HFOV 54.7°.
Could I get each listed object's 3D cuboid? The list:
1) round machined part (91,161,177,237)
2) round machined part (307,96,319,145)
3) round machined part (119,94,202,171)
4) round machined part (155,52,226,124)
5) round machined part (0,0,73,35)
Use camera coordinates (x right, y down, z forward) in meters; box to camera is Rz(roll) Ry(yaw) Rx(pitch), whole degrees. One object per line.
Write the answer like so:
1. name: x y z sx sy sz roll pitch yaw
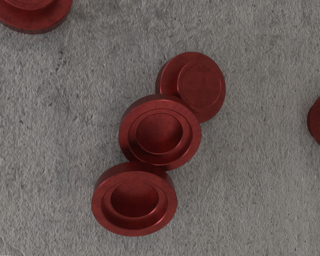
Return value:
1. round machined part: -0.030 0.080 0.374 0.099 0.042 0.097 -2 118 -4
2. round machined part: 0.281 -0.012 0.503 0.099 0.042 0.097 0 90 -20
3. round machined part: -0.001 0.003 0.385 0.099 0.042 0.097 -2 116 -4
4. round machined part: 0.047 -0.054 0.417 0.099 0.042 0.097 0 90 -20
5. round machined part: -0.147 -0.159 0.345 0.099 0.042 0.097 0 90 -20
